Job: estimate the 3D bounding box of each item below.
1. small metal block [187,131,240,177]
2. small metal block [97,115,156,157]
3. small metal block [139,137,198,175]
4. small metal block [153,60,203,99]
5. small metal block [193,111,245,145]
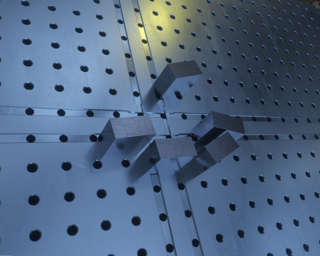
[{"bbox_3d":[0.069,0.035,0.410,0.050,0.050,0.025,-27,77,-37],"label":"small metal block"},{"bbox_3d":[-0.040,0.010,0.366,0.050,0.050,0.025,-6,65,-31],"label":"small metal block"},{"bbox_3d":[0.009,0.034,0.378,0.050,0.050,0.025,-3,64,-30],"label":"small metal block"},{"bbox_3d":[0.025,-0.071,0.451,0.050,0.050,0.025,-16,70,-35],"label":"small metal block"},{"bbox_3d":[0.082,0.004,0.436,0.050,0.050,0.025,12,57,-22],"label":"small metal block"}]
